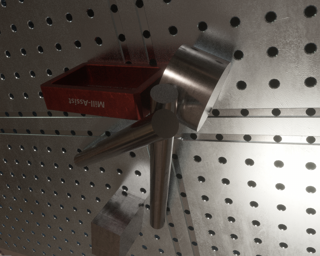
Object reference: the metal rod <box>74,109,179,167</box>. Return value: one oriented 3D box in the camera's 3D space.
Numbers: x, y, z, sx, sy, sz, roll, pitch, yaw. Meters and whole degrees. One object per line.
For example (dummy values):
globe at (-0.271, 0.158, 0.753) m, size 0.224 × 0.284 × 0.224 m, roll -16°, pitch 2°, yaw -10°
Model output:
metal rod at (-0.063, 0.025, 0.382) m, size 0.025 × 0.025 × 0.299 m, roll 51°, pitch 152°, yaw -9°

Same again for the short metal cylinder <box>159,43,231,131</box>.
short metal cylinder at (0.035, -0.043, 0.330) m, size 0.050 × 0.080 × 0.079 m, roll 27°, pitch 128°, yaw 11°

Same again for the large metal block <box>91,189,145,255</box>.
large metal block at (-0.068, 0.162, 0.510) m, size 0.050 × 0.080 × 0.079 m, roll 19°, pitch 126°, yaw 17°

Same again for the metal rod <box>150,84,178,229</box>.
metal rod at (0.000, 0.062, 0.392) m, size 0.025 × 0.025 × 0.298 m, roll 22°, pitch 144°, yaw 15°

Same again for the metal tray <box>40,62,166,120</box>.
metal tray at (-0.061, -0.049, 0.369) m, size 0.130 × 0.090 × 0.030 m, roll 7°, pitch 122°, yaw 24°
